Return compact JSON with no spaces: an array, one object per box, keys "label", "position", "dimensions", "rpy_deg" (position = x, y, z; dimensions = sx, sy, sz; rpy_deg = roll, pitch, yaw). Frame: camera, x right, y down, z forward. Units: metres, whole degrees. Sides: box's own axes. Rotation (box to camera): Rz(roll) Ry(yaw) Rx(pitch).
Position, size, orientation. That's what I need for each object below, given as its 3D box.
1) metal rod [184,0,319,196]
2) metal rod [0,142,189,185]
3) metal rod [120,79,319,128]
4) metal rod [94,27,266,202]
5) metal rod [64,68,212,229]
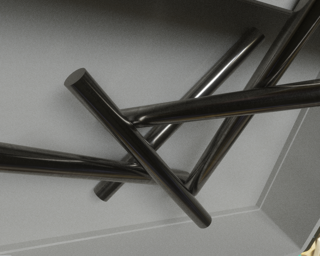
[{"label":"metal rod","position":[0.088,-0.009,0.356],"dimensions":[0.025,0.025,0.298],"rpy_deg":[-4,140,-27]},{"label":"metal rod","position":[-0.051,0.051,0.365],"dimensions":[0.301,0.025,0.025],"rpy_deg":[18,110,-52]},{"label":"metal rod","position":[0.073,-0.024,0.313],"dimensions":[0.301,0.025,0.025],"rpy_deg":[-7,134,25]},{"label":"metal rod","position":[0.024,-0.016,0.413],"dimensions":[0.300,0.025,0.025],"rpy_deg":[-46,130,3]},{"label":"metal rod","position":[-0.007,0.047,0.381],"dimensions":[0.025,0.025,0.300],"rpy_deg":[-39,127,-2]}]
